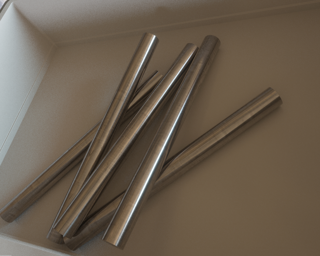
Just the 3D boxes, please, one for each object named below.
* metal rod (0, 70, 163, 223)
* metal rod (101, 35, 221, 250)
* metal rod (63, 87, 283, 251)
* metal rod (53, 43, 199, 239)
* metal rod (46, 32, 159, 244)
[{"bbox_3d":[-0.109,0.025,0.447,0.300,0.025,0.025,-42,51,-1],"label":"metal rod"},{"bbox_3d":[0.013,-0.003,0.376,0.025,0.025,0.300,9,59,32],"label":"metal rod"},{"bbox_3d":[0.012,0.051,0.368,0.300,0.025,0.025,-36,51,4],"label":"metal rod"},{"bbox_3d":[-0.032,0.003,0.403,0.025,0.025,0.300,21,67,36],"label":"metal rod"},{"bbox_3d":[-0.072,0.006,0.416,0.025,0.025,0.299,17,77,34],"label":"metal rod"}]
